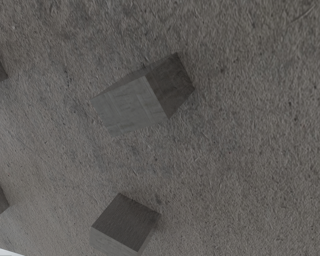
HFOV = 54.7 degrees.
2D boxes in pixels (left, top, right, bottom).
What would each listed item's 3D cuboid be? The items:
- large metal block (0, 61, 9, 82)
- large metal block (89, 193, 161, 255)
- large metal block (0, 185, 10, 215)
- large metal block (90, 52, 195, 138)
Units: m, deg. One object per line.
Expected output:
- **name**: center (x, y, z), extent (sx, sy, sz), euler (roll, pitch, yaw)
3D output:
- **large metal block**: center (-0.302, -0.102, 0.487), extent (0.080, 0.050, 0.080), euler (-4, 117, 30)
- **large metal block**: center (-0.056, 0.165, 0.503), extent (0.080, 0.080, 0.050), euler (24, 127, 13)
- **large metal block**: center (-0.400, 0.155, 0.698), extent (0.080, 0.050, 0.079), euler (8, 122, 24)
- **large metal block**: center (-0.018, -0.039, 0.357), extent (0.080, 0.080, 0.050), euler (-17, 109, 35)
